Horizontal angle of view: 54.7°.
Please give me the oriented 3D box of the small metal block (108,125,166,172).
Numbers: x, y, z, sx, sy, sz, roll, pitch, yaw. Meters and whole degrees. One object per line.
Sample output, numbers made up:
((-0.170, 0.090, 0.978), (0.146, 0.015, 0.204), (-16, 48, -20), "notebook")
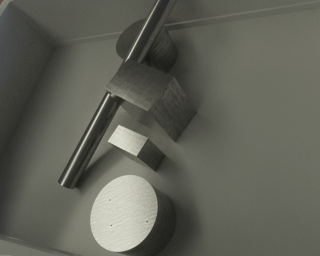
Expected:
((-0.029, 0.026, 0.388), (0.050, 0.050, 0.025), (22, 74, 36), "small metal block")

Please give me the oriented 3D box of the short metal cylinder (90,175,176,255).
((-0.029, 0.099, 0.343), (0.080, 0.050, 0.080), (-13, 56, 20), "short metal cylinder")

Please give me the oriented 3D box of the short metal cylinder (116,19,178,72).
((-0.019, -0.120, 0.472), (0.080, 0.050, 0.080), (-13, 56, 20), "short metal cylinder")

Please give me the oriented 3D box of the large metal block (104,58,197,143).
((-0.010, -0.035, 0.396), (0.080, 0.080, 0.050), (29, 78, 37), "large metal block")

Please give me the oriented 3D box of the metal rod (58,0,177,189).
((-0.056, -0.053, 0.420), (0.025, 0.025, 0.299), (30, 92, 37), "metal rod")
